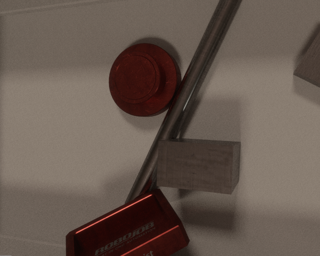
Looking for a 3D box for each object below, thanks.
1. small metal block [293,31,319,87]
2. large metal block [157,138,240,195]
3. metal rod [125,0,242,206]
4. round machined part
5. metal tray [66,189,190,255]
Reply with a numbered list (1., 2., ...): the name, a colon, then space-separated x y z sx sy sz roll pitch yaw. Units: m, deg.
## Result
1. small metal block: 0.187 -0.072 0.345 0.050 0.025 0.050 32 100 16
2. large metal block: 0.049 0.040 0.364 0.080 0.080 0.050 3 91 19
3. metal rod: 0.026 -0.027 0.400 0.025 0.025 0.298 28 99 17
4. round machined part: -0.025 -0.064 0.409 0.098 0.042 0.097 0 90 19
5. metal tray: -0.042 0.129 0.362 0.131 0.090 0.030 -25 111 -10
